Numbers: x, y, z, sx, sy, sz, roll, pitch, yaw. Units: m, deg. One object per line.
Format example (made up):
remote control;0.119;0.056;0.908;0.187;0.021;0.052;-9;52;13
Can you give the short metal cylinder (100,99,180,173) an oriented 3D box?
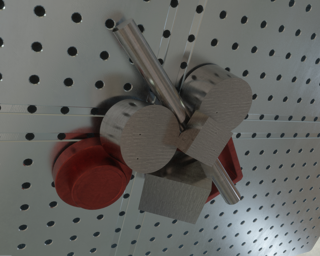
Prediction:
short metal cylinder;-0.024;0.008;0.368;0.081;0.050;0.079;-10;108;-34

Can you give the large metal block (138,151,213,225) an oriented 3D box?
large metal block;0.020;0.077;0.415;0.080;0.050;0.079;14;132;1

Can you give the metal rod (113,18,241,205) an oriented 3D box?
metal rod;0.036;0.000;0.394;0.025;0.025;0.299;-37;120;-4

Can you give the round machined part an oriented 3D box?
round machined part;-0.080;0.064;0.390;0.099;0.042;0.097;-14;124;-21

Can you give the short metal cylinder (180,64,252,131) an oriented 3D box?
short metal cylinder;0.073;-0.037;0.408;0.081;0.050;0.079;-14;124;-21

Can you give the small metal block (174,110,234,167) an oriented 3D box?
small metal block;0.053;0.013;0.376;0.050;0.025;0.050;30;94;-38

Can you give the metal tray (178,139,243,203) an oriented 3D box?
metal tray;0.072;0.054;0.476;0.090;0.030;0.130;-32;129;-8
